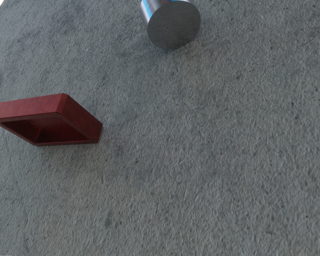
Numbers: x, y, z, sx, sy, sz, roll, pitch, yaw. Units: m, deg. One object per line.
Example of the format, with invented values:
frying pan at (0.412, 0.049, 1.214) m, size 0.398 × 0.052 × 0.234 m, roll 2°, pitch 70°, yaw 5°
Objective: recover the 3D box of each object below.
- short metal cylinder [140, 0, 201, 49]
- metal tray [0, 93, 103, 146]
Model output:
short metal cylinder at (0.015, -0.166, 0.463) m, size 0.080 × 0.080 × 0.050 m, roll -27°, pitch 53°, yaw 11°
metal tray at (-0.162, -0.008, 0.451) m, size 0.130 × 0.090 × 0.030 m, roll -4°, pitch 60°, yaw 26°
